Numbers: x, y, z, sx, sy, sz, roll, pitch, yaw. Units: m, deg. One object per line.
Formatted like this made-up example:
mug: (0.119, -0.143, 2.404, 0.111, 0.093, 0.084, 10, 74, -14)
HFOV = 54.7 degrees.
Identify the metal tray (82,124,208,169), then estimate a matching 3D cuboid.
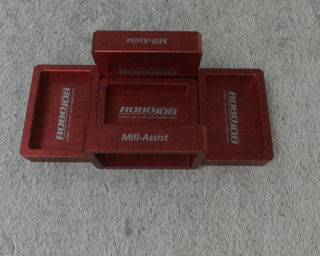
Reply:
metal tray: (-0.016, 0.025, 0.364, 0.131, 0.090, 0.030, 0, 70, 0)

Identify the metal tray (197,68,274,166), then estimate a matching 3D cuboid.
metal tray: (0.095, -0.016, 0.414, 0.091, 0.030, 0.130, 1, 70, 0)

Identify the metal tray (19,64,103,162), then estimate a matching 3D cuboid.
metal tray: (-0.126, -0.021, 0.413, 0.091, 0.030, 0.130, 1, 70, 0)

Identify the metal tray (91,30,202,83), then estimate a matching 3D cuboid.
metal tray: (-0.015, -0.088, 0.407, 0.131, 0.090, 0.030, 0, 70, 0)

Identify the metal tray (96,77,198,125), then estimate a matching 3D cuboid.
metal tray: (-0.016, -0.021, 0.414, 0.131, 0.030, 0.090, 1, 70, 0)
